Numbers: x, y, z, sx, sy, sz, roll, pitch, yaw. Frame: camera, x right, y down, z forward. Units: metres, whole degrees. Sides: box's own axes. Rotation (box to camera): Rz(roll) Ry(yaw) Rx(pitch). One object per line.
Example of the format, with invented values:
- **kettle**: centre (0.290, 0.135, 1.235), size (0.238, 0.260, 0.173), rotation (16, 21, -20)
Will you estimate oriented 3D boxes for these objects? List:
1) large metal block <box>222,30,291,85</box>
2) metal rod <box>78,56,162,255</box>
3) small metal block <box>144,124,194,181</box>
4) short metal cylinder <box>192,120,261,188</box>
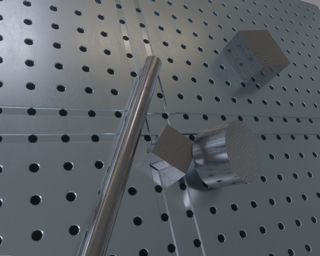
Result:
- **large metal block**: centre (0.176, -0.131, 0.567), size (0.081, 0.050, 0.080), rotation (-14, 69, -34)
- **metal rod**: centre (-0.039, 0.020, 0.374), size (0.025, 0.025, 0.300), rotation (24, 53, -14)
- **small metal block**: centre (0.015, 0.031, 0.397), size (0.050, 0.025, 0.050), rotation (34, 51, -6)
- **short metal cylinder**: centre (0.088, 0.035, 0.402), size (0.080, 0.050, 0.080), rotation (19, 62, -40)
